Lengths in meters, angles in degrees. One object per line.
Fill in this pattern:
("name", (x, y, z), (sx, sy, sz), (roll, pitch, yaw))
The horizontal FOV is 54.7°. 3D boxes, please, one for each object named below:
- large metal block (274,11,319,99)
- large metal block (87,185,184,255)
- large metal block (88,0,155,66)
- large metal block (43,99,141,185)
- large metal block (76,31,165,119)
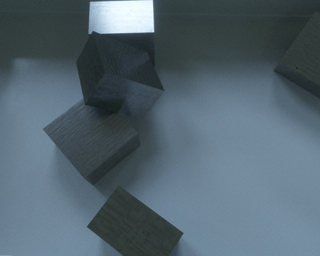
("large metal block", (0.217, -0.096, 0.421), (0.080, 0.050, 0.080), (36, 94, 12))
("large metal block", (-0.024, 0.113, 0.339), (0.080, 0.080, 0.050), (34, 73, 11))
("large metal block", (-0.049, -0.126, 0.426), (0.081, 0.080, 0.050), (-2, 70, -1))
("large metal block", (-0.083, 0.012, 0.391), (0.080, 0.050, 0.080), (-40, 75, -13))
("large metal block", (-0.051, -0.065, 0.386), (0.081, 0.050, 0.080), (13, 41, -36))
